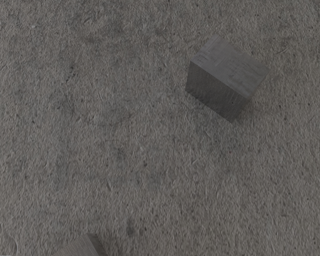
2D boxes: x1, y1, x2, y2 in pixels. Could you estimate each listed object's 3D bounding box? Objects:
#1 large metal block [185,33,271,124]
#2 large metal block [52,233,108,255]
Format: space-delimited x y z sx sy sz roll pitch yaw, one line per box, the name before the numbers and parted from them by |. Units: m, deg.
large metal block | 0.083 -0.061 0.402 0.080 0.080 0.050 37 74 12
large metal block | -0.089 0.171 0.332 0.080 0.050 0.080 -32 73 -11
